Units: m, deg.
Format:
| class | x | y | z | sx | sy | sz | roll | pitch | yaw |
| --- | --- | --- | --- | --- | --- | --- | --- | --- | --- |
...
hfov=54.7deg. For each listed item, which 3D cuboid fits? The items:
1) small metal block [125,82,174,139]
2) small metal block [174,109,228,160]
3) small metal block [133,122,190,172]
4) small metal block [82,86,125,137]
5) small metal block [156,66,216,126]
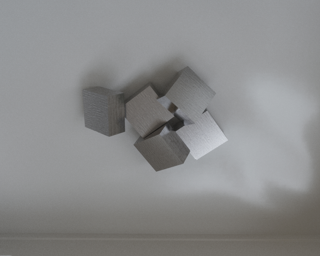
| class | x | y | z | sx | sy | sz | roll | pitch | yaw |
| --- | --- | --- | --- | --- | --- | --- | --- | --- | --- |
| small metal block | -0.017 | -0.023 | 0.401 | 0.050 | 0.025 | 0.050 | -36 | 107 | 12 |
| small metal block | 0.054 | 0.006 | 0.413 | 0.050 | 0.025 | 0.050 | -34 | 107 | 11 |
| small metal block | 0.002 | 0.026 | 0.407 | 0.050 | 0.025 | 0.050 | -23 | 112 | 41 |
| small metal block | -0.070 | -0.022 | 0.386 | 0.050 | 0.025 | 0.050 | 18 | 116 | 40 |
| small metal block | 0.033 | -0.039 | 0.383 | 0.050 | 0.025 | 0.050 | 41 | 70 | -14 |
